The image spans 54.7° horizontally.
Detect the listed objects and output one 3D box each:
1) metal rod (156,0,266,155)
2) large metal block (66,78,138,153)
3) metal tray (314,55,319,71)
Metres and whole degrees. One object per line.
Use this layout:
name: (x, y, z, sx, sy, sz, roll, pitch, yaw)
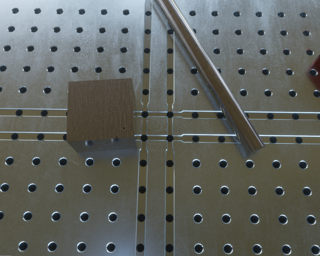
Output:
metal rod: (0.060, -0.097, 0.447, 0.025, 0.025, 0.299, -24, 72, -9)
large metal block: (-0.073, -0.016, 0.403, 0.081, 0.050, 0.080, -4, 70, -2)
metal tray: (0.305, -0.091, 0.444, 0.131, 0.030, 0.090, -23, 72, -8)
